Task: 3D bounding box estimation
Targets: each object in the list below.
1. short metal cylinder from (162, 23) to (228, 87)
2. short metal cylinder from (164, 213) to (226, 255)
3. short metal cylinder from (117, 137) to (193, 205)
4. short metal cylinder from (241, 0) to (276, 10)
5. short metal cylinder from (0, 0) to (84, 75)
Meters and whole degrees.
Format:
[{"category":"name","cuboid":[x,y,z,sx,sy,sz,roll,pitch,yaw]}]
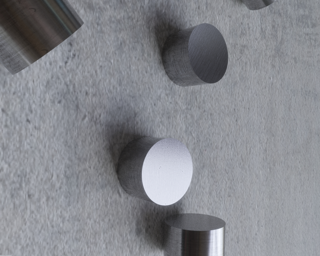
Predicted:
[{"category":"short metal cylinder","cuboid":[0.050,-0.100,0.432,0.081,0.050,0.079,0,90,-40]},{"category":"short metal cylinder","cuboid":[0.046,0.148,0.410,0.081,0.080,0.050,2,89,-40]},{"category":"short metal cylinder","cuboid":[-0.005,0.051,0.386,0.081,0.050,0.079,0,90,-40]},{"category":"short metal cylinder","cuboid":[0.164,-0.243,0.509,0.050,0.080,0.080,37,67,-34]},{"category":"short metal cylinder","cuboid":[-0.116,-0.091,0.273,0.080,0.080,0.050,-51,121,-28]}]
